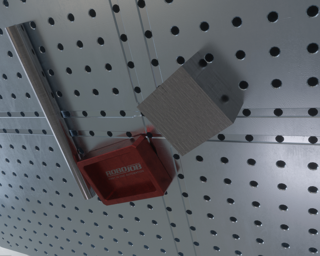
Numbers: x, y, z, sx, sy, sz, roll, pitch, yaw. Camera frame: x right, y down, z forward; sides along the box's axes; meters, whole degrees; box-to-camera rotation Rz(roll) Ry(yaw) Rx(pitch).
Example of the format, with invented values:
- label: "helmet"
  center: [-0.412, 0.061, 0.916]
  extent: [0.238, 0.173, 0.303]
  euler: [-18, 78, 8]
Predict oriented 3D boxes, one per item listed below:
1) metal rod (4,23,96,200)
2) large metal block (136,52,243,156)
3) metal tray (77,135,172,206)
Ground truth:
- label: "metal rod"
  center: [-0.164, -0.012, 0.490]
  extent: [0.025, 0.025, 0.298]
  euler: [-2, 118, 29]
- label: "large metal block"
  center: [0.035, -0.026, 0.361]
  extent: [0.080, 0.050, 0.080]
  euler: [47, 129, -5]
- label: "metal tray"
  center: [-0.058, 0.070, 0.481]
  extent: [0.130, 0.030, 0.090]
  euler: [-19, 109, 35]
